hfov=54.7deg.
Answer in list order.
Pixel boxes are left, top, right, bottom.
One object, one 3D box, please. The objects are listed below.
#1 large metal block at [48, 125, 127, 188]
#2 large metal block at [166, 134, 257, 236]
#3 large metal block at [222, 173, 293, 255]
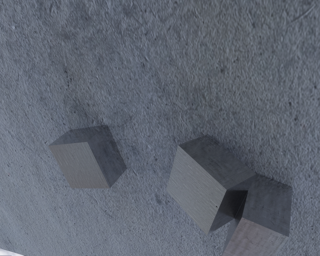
[{"bbox_3d":[-0.110,0.046,0.477,0.080,0.050,0.080,-7,115,31],"label":"large metal block"},{"bbox_3d":[0.058,0.068,0.381,0.080,0.050,0.079,43,136,36],"label":"large metal block"},{"bbox_3d":[0.119,0.116,0.379,0.050,0.080,0.079,21,127,13],"label":"large metal block"}]
